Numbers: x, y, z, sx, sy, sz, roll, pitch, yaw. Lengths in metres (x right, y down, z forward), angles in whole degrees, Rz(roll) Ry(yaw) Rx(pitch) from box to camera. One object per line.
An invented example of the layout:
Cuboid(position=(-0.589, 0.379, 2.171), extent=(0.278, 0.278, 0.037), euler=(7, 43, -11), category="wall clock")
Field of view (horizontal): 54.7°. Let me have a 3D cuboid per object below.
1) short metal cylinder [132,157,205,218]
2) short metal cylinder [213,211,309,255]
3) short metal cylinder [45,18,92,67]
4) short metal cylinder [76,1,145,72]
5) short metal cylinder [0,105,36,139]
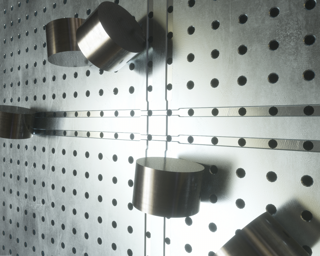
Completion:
Cuboid(position=(0.010, 0.067, 0.366), extent=(0.080, 0.081, 0.050), euler=(10, 96, 39), category="short metal cylinder")
Cuboid(position=(0.093, 0.126, 0.297), extent=(0.050, 0.081, 0.080), euler=(49, 119, 29), category="short metal cylinder")
Cuboid(position=(-0.135, -0.131, 0.485), extent=(0.080, 0.081, 0.050), euler=(-10, 84, 39), category="short metal cylinder")
Cuboid(position=(-0.067, -0.125, 0.429), extent=(0.050, 0.081, 0.080), euler=(-30, 71, 36), category="short metal cylinder")
Cuboid(position=(-0.292, -0.013, 0.615), extent=(0.080, 0.081, 0.050), euler=(19, 102, 38), category="short metal cylinder")
